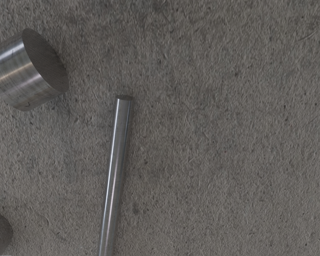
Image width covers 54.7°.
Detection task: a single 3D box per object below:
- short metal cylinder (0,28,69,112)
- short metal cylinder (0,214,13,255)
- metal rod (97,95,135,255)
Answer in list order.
[{"bbox_3d":[-0.150,-0.066,0.355,0.050,0.080,0.080,-26,108,9],"label":"short metal cylinder"},{"bbox_3d":[-0.268,0.167,0.455,0.081,0.050,0.079,0,110,0],"label":"short metal cylinder"},{"bbox_3d":[-0.068,0.099,0.445,0.025,0.025,0.298,9,110,-3],"label":"metal rod"}]
